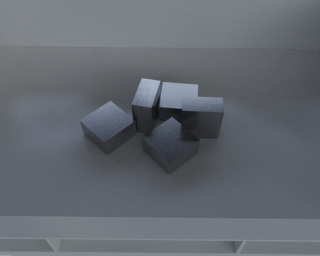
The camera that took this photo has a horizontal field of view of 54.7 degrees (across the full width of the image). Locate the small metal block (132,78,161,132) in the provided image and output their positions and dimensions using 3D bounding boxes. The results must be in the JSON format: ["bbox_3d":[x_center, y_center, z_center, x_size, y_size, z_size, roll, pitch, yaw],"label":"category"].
[{"bbox_3d":[-0.017,-0.029,0.410,0.025,0.050,0.050,10,51,8],"label":"small metal block"}]

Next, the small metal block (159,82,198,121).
[{"bbox_3d":[0.026,-0.037,0.434,0.050,0.025,0.050,5,50,4],"label":"small metal block"}]

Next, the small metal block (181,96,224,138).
[{"bbox_3d":[0.052,-0.013,0.398,0.050,0.050,0.025,2,50,1],"label":"small metal block"}]

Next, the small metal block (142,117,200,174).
[{"bbox_3d":[0.013,0.021,0.385,0.050,0.025,0.050,-33,58,-25],"label":"small metal block"}]

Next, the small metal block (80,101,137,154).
[{"bbox_3d":[-0.067,-0.002,0.403,0.050,0.025,0.050,38,59,27],"label":"small metal block"}]
